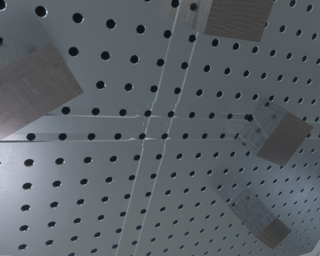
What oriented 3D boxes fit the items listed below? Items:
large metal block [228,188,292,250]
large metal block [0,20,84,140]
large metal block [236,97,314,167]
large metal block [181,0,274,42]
[{"bbox_3d":[0.187,0.170,0.581,0.050,0.080,0.080,-46,129,4],"label":"large metal block"},{"bbox_3d":[-0.125,-0.046,0.278,0.080,0.080,0.050,-32,129,-8],"label":"large metal block"},{"bbox_3d":[0.185,0.008,0.500,0.080,0.050,0.080,21,107,-36],"label":"large metal block"},{"bbox_3d":[0.079,-0.146,0.347,0.081,0.050,0.079,-1,119,-28],"label":"large metal block"}]
